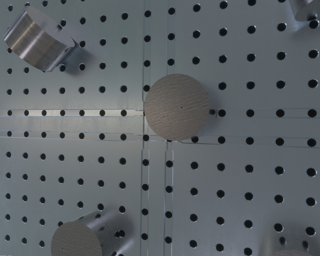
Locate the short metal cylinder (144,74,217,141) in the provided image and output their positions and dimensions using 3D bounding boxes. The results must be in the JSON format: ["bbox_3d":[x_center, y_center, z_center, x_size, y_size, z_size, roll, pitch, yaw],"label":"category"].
[{"bbox_3d":[0.027,-0.025,0.390,0.080,0.050,0.079,0,90,20],"label":"short metal cylinder"}]

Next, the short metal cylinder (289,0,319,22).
[{"bbox_3d":[0.175,-0.154,0.322,0.080,0.080,0.050,-16,85,19],"label":"short metal cylinder"}]

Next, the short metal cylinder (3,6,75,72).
[{"bbox_3d":[-0.171,-0.127,0.444,0.050,0.080,0.080,-44,76,15],"label":"short metal cylinder"}]

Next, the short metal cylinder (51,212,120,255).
[{"bbox_3d":[-0.104,0.164,0.436,0.080,0.050,0.079,0,90,20],"label":"short metal cylinder"}]

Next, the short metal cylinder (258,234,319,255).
[{"bbox_3d":[0.150,0.167,0.346,0.080,0.050,0.079,0,90,20],"label":"short metal cylinder"}]
